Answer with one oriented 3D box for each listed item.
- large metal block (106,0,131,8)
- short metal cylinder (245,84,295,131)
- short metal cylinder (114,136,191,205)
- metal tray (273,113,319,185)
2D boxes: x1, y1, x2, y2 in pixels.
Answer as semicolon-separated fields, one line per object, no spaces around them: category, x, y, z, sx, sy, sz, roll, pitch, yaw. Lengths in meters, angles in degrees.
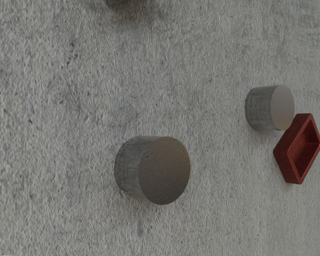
large metal block;-0.033;-0.197;0.360;0.081;0.050;0.080;-36;112;-34
short metal cylinder;0.196;-0.035;0.553;0.081;0.050;0.080;0;90;-40
short metal cylinder;-0.009;0.050;0.381;0.081;0.050;0.080;0;90;-40
metal tray;0.289;0.041;0.642;0.131;0.030;0.090;-45;117;-30
